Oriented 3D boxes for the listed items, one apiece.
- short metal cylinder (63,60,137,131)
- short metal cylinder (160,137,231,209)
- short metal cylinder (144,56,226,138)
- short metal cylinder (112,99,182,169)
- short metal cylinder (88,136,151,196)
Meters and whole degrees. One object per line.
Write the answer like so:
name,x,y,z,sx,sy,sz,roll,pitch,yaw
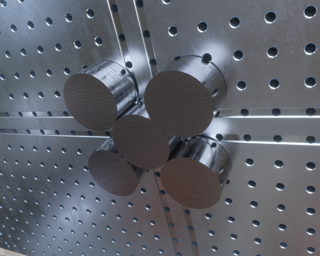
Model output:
short metal cylinder,-0.078,-0.042,0.407,0.080,0.050,0.079,13,124,20
short metal cylinder,0.047,0.058,0.404,0.080,0.050,0.079,13,124,20
short metal cylinder,0.029,-0.036,0.354,0.080,0.050,0.079,13,124,20
short metal cylinder,-0.015,0.007,0.405,0.080,0.050,0.079,13,124,20
short metal cylinder,-0.057,0.053,0.455,0.080,0.050,0.079,13,124,20
